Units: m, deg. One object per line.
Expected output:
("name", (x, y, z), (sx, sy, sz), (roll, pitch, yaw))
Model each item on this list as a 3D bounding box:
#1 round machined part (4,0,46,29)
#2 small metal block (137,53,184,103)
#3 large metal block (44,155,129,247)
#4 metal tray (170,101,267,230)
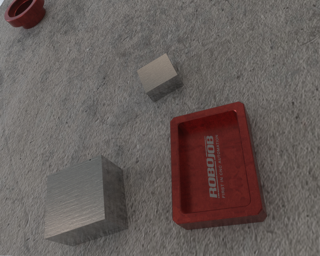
("round machined part", (-0.308, -0.270, 0.721), (0.098, 0.042, 0.098), (-13, 56, 21))
("small metal block", (0.000, -0.073, 0.449), (0.050, 0.025, 0.050), (-29, 52, 9))
("large metal block", (-0.090, 0.090, 0.380), (0.080, 0.050, 0.080), (-22, 54, 15))
("metal tray", (0.060, 0.040, 0.344), (0.090, 0.030, 0.130), (-13, 56, 20))
